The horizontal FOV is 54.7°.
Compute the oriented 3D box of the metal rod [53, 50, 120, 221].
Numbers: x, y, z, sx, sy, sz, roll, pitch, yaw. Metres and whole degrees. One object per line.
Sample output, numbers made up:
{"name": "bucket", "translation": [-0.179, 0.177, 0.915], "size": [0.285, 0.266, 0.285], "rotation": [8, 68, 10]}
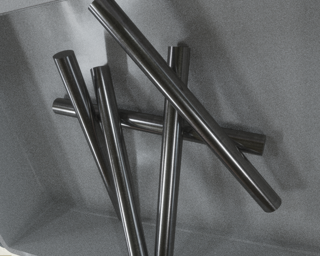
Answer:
{"name": "metal rod", "translation": [-0.087, 0.033, 0.449], "size": [0.025, 0.025, 0.298], "rotation": [6, 129, 25]}

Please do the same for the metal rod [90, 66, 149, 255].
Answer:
{"name": "metal rod", "translation": [-0.048, 0.068, 0.402], "size": [0.025, 0.025, 0.298], "rotation": [-12, 89, 33]}

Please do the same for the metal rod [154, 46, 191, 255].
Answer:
{"name": "metal rod", "translation": [0.012, 0.055, 0.378], "size": [0.025, 0.025, 0.298], "rotation": [9, 104, 23]}

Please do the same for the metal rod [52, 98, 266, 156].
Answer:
{"name": "metal rod", "translation": [-0.017, -0.007, 0.413], "size": [0.301, 0.025, 0.025], "rotation": [11, 123, 22]}

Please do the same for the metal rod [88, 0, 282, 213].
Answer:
{"name": "metal rod", "translation": [0.037, -0.016, 0.336], "size": [0.025, 0.025, 0.300], "rotation": [-31, 108, 38]}
